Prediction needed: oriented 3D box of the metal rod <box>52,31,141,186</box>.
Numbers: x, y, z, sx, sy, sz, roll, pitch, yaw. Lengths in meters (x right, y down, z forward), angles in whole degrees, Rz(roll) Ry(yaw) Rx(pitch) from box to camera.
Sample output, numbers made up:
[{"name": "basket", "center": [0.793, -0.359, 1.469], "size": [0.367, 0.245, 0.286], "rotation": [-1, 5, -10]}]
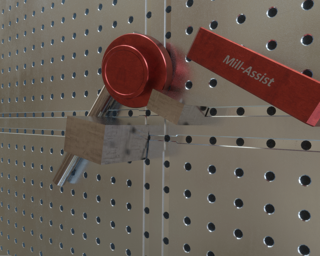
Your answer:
[{"name": "metal rod", "center": [-0.103, -0.017, 0.491], "size": [0.025, 0.025, 0.298], "rotation": [49, 119, 28]}]

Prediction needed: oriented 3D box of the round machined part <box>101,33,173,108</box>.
[{"name": "round machined part", "center": [-0.037, -0.074, 0.407], "size": [0.098, 0.042, 0.097], "rotation": [6, 105, 23]}]

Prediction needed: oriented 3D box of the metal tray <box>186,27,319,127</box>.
[{"name": "metal tray", "center": [0.099, -0.047, 0.284], "size": [0.130, 0.091, 0.030], "rotation": [38, 113, 33]}]

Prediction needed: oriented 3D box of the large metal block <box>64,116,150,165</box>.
[{"name": "large metal block", "center": [-0.074, 0.014, 0.432], "size": [0.080, 0.081, 0.050], "rotation": [12, 98, 39]}]

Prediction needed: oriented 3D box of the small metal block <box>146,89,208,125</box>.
[{"name": "small metal block", "center": [0.021, -0.025, 0.374], "size": [0.050, 0.050, 0.025], "rotation": [31, 109, 35]}]
